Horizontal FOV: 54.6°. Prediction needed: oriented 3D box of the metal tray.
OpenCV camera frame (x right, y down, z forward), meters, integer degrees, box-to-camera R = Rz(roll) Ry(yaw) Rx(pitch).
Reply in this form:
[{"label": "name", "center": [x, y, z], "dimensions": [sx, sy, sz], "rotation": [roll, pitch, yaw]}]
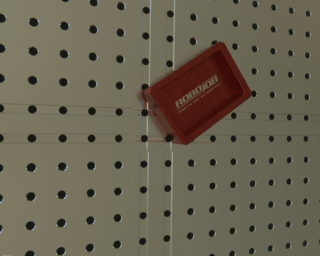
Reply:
[{"label": "metal tray", "center": [0.054, -0.048, 0.429], "dimensions": [0.131, 0.030, 0.090], "rotation": [-36, 102, -17]}]
